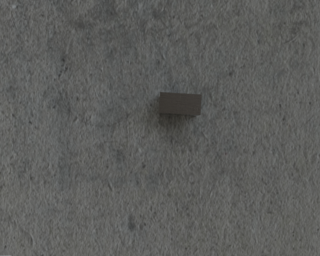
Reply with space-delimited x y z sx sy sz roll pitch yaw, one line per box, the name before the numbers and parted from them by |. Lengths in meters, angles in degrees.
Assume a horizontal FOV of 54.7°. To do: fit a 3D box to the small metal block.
small metal block | 0.024 -0.030 0.398 0.050 0.050 0.025 3 90 -1
